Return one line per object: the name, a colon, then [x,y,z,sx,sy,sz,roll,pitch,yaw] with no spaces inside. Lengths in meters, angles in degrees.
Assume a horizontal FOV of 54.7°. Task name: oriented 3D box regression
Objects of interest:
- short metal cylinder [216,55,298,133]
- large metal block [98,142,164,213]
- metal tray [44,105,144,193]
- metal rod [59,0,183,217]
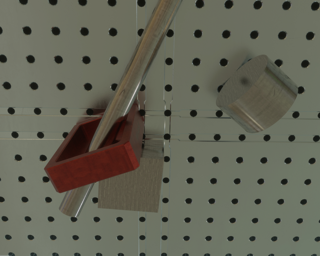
short metal cylinder: [0.114,-0.040,0.371,0.050,0.080,0.080,39,105,-13]
large metal block: [-0.039,0.064,0.423,0.081,0.050,0.079,5,110,-3]
metal tray: [-0.068,0.018,0.363,0.090,0.130,0.030,-18,110,6]
metal rod: [-0.041,-0.036,0.358,0.025,0.025,0.299,26,92,-9]
